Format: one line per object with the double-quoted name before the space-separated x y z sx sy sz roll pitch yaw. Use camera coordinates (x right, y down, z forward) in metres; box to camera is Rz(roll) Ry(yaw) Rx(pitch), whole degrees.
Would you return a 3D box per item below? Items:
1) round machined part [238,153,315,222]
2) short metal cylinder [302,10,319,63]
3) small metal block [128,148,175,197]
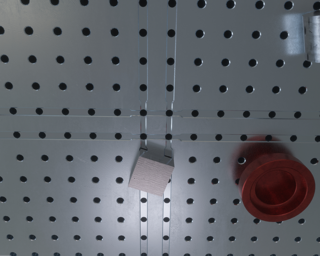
"round machined part" 0.159 0.079 0.435 0.099 0.042 0.097 0 110 0
"short metal cylinder" 0.205 -0.108 0.346 0.080 0.080 0.050 -12 110 4
"small metal block" -0.012 0.063 0.437 0.050 0.025 0.050 18 109 -7
